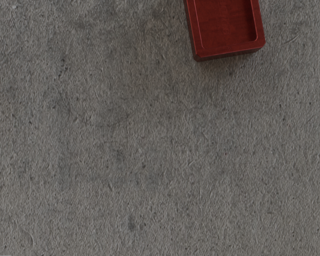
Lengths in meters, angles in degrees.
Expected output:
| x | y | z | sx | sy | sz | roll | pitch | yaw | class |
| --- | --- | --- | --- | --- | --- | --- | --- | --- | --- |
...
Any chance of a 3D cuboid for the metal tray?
| x | y | z | sx | sy | sz | roll | pitch | yaw | class |
| --- | --- | --- | --- | --- | --- | --- | --- | --- | --- |
| 0.080 | -0.160 | 0.408 | 0.091 | 0.030 | 0.129 | -10 | 90 | -1 | metal tray |
